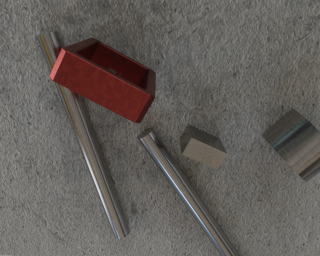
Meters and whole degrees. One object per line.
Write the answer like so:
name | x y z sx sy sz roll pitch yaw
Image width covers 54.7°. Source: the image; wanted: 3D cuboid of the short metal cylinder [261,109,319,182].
short metal cylinder | 0.176 0.021 0.391 0.080 0.080 0.050 43 104 -14

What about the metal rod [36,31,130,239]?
metal rod | -0.095 0.023 0.417 0.025 0.025 0.298 -14 110 5

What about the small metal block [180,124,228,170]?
small metal block | 0.055 0.024 0.406 0.050 0.050 0.025 24 108 -9

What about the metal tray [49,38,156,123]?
metal tray | -0.051 -0.057 0.332 0.090 0.130 0.030 27 108 -10

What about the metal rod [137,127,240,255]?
metal rod | 0.060 0.125 0.456 0.025 0.025 0.299 -31 108 10
